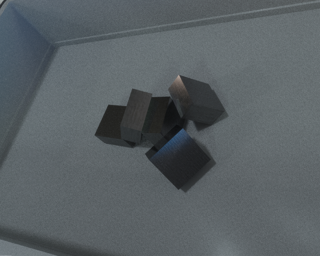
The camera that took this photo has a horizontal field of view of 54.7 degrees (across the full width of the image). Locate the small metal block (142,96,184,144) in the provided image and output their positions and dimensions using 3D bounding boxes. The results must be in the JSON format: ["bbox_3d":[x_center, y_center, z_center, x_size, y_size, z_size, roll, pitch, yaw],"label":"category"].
[{"bbox_3d":[0.006,-0.004,0.387,0.025,0.050,0.050,1,62,28],"label":"small metal block"}]

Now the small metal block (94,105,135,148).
[{"bbox_3d":[-0.055,-0.003,0.432,0.050,0.025,0.050,7,65,31],"label":"small metal block"}]

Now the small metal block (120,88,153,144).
[{"bbox_3d":[-0.030,-0.013,0.387,0.025,0.050,0.050,15,69,0],"label":"small metal block"}]

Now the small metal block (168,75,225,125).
[{"bbox_3d":[0.044,-0.034,0.381,0.025,0.050,0.050,-52,44,34],"label":"small metal block"}]

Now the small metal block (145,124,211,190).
[{"bbox_3d":[0.020,0.033,0.353,0.050,0.050,0.025,-43,16,-3],"label":"small metal block"}]
